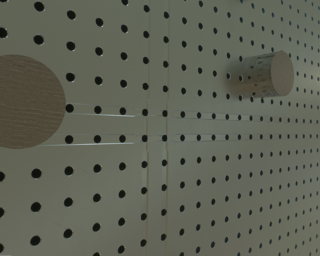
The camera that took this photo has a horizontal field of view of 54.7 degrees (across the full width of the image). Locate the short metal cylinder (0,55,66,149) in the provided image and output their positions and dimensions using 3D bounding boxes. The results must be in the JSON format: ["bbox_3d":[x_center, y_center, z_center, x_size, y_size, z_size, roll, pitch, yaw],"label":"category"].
[{"bbox_3d":[-0.135,-0.022,0.281,0.081,0.050,0.079,0,90,-40],"label":"short metal cylinder"}]

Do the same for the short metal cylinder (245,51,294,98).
[{"bbox_3d":[0.201,-0.096,0.565,0.081,0.050,0.079,0,90,-40],"label":"short metal cylinder"}]
